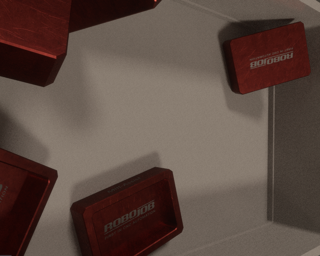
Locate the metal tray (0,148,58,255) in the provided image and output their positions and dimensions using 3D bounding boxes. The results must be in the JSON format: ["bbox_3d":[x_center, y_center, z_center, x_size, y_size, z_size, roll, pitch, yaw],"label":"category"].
[{"bbox_3d":[-0.146,0.083,0.255,0.090,0.030,0.130,52,54,-63],"label":"metal tray"}]

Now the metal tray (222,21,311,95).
[{"bbox_3d":[0.178,-0.116,0.514,0.131,0.030,0.089,-17,103,-7],"label":"metal tray"}]

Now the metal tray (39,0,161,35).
[{"bbox_3d":[-0.067,-0.140,0.273,0.090,0.130,0.030,60,44,-34],"label":"metal tray"}]

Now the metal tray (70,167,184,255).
[{"bbox_3d":[-0.034,0.111,0.377,0.131,0.030,0.089,-19,102,-39],"label":"metal tray"}]

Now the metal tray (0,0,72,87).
[{"bbox_3d":[-0.101,-0.095,0.188,0.091,0.030,0.130,13,56,-28],"label":"metal tray"}]
